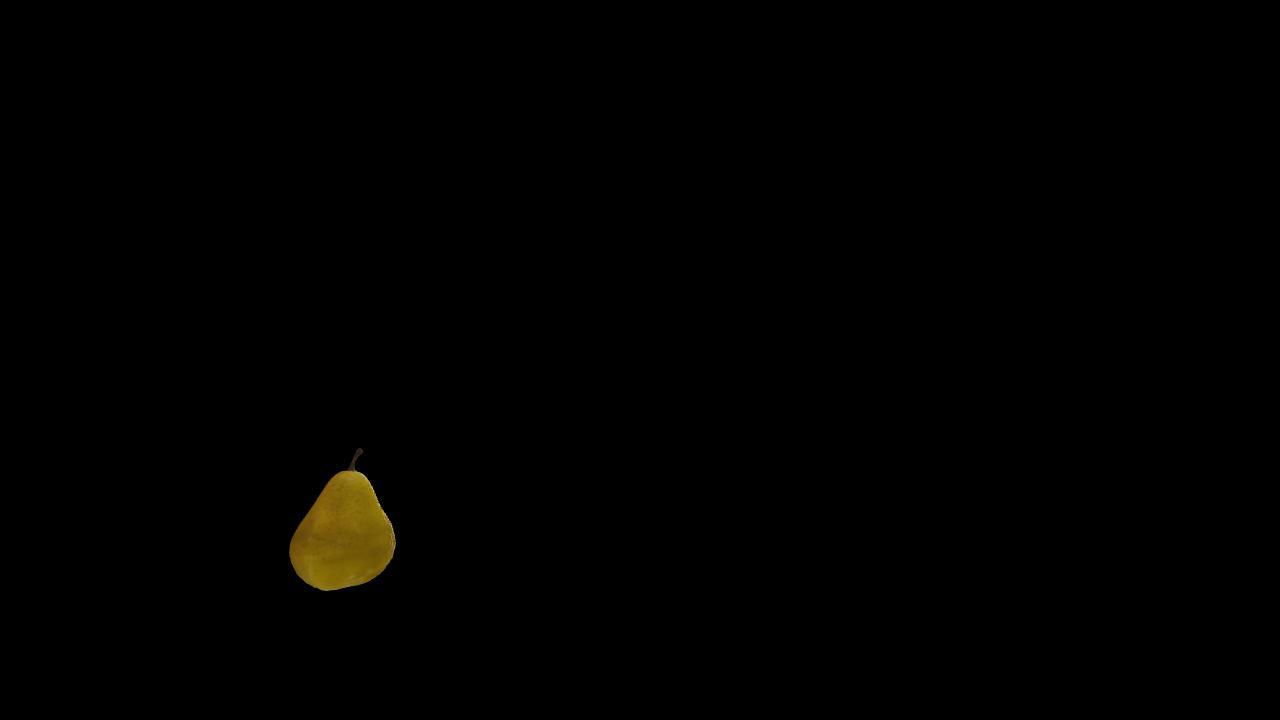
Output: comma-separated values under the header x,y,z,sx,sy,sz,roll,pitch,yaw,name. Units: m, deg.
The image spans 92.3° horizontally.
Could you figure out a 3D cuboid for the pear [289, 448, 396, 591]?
x,y,z,sx,sy,sz,roll,pitch,yaw,name
-0.251,0.133,0.518,0.080,0.111,0.080,-7,-1,0,pear
